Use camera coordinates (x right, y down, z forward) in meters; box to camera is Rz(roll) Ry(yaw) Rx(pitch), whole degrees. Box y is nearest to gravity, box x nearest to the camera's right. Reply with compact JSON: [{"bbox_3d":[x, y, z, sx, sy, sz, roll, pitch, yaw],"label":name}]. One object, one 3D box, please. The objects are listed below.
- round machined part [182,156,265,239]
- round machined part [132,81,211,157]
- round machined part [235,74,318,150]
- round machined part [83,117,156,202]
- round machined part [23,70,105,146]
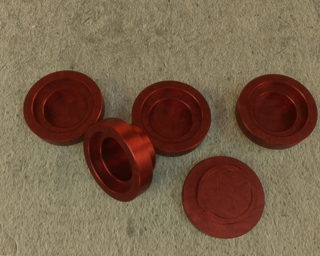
[{"bbox_3d":[0.076,0.081,0.370,0.099,0.042,0.098,0,70,0],"label":"round machined part"},{"bbox_3d":[0.013,-0.009,0.399,0.099,0.042,0.098,2,67,-4],"label":"round machined part"},{"bbox_3d":[0.148,-0.018,0.406,0.099,0.042,0.098,0,70,0],"label":"round machined part"},{"bbox_3d":[-0.044,0.033,0.365,0.042,0.097,0.098,-26,69,-43],"label":"round machined part"},{"bbox_3d":[-0.121,-0.023,0.406,0.099,0.042,0.098,0,70,0],"label":"round machined part"}]
